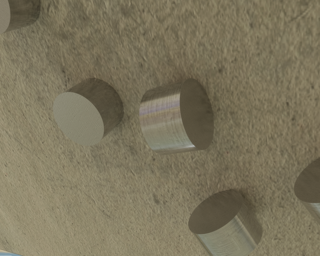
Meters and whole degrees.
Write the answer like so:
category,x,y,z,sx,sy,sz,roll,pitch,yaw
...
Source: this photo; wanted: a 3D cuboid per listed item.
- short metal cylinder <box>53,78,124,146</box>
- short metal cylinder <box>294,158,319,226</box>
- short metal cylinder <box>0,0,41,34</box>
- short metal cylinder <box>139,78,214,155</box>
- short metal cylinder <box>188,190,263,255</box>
category,x,y,z,sx,sy,sz,roll,pitch,yaw
short metal cylinder,-0.098,-0.022,0.426,0.080,0.050,0.079,13,124,20
short metal cylinder,0.187,0.065,0.313,0.080,0.080,0.050,-34,100,38
short metal cylinder,-0.202,-0.165,0.393,0.080,0.050,0.079,13,124,20
short metal cylinder,0.021,-0.012,0.352,0.050,0.080,0.080,-11,113,32
short metal cylinder,0.085,0.127,0.404,0.080,0.080,0.050,-25,105,36
